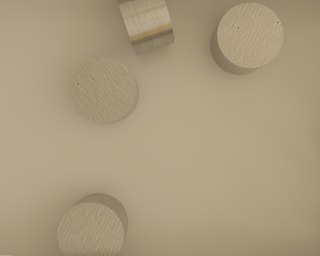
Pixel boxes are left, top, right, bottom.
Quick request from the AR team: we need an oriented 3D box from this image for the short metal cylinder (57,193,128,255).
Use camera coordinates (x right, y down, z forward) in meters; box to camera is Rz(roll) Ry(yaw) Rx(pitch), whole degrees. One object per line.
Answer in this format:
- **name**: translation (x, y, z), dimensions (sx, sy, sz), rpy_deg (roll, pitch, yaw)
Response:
- **short metal cylinder**: translation (-0.084, 0.129, 0.398), dimensions (0.081, 0.050, 0.080), rpy_deg (0, 90, 0)

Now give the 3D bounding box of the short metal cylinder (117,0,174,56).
- **short metal cylinder**: translation (-0.019, -0.136, 0.383), dimensions (0.050, 0.080, 0.080), rpy_deg (-19, 90, 0)

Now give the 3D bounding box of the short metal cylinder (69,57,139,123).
- **short metal cylinder**: translation (-0.069, -0.046, 0.398), dimensions (0.081, 0.050, 0.080), rpy_deg (0, 90, 0)

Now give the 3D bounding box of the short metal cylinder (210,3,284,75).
- **short metal cylinder**: translation (0.109, -0.112, 0.399), dimensions (0.081, 0.050, 0.080), rpy_deg (0, 90, 0)
